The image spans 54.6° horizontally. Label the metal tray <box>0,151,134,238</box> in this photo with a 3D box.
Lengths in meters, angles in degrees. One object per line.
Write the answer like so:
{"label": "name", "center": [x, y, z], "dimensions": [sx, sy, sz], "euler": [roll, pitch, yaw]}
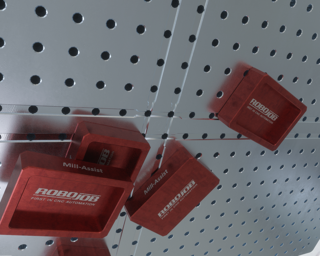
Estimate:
{"label": "metal tray", "center": [-0.107, 0.082, 0.360], "dimensions": [0.131, 0.030, 0.090], "euler": [17, 110, -35]}

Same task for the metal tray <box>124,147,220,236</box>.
{"label": "metal tray", "center": [0.020, 0.102, 0.481], "dimensions": [0.130, 0.030, 0.090], "euler": [-46, 129, 4]}

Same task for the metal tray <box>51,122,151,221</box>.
{"label": "metal tray", "center": [-0.079, 0.062, 0.402], "dimensions": [0.091, 0.030, 0.129], "euler": [13, 112, -34]}

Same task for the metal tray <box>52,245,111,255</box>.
{"label": "metal tray", "center": [-0.141, 0.243, 0.481], "dimensions": [0.090, 0.030, 0.129], "euler": [22, 106, -36]}

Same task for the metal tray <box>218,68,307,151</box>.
{"label": "metal tray", "center": [0.161, -0.024, 0.479], "dimensions": [0.131, 0.030, 0.090], "euler": [24, 105, -37]}
